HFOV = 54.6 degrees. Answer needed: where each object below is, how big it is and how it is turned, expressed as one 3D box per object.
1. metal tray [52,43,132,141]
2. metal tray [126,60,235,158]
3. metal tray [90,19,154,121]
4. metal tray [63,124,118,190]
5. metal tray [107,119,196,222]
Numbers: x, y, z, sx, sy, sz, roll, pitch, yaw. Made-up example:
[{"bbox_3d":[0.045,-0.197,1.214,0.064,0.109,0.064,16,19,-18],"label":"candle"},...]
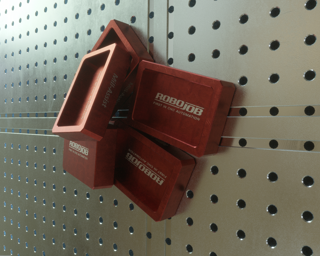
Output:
[{"bbox_3d":[-0.094,-0.047,0.429,0.090,0.030,0.130,-2,64,47],"label":"metal tray"},{"bbox_3d":[0.020,-0.028,0.389,0.130,0.030,0.089,23,105,37],"label":"metal tray"},{"bbox_3d":[-0.075,-0.084,0.469,0.129,0.030,0.090,-47,61,30],"label":"metal tray"},{"bbox_3d":[-0.112,0.033,0.478,0.130,0.030,0.089,12,99,54],"label":"metal tray"},{"bbox_3d":[-0.023,0.053,0.425,0.130,0.030,0.089,32,110,35],"label":"metal tray"}]
